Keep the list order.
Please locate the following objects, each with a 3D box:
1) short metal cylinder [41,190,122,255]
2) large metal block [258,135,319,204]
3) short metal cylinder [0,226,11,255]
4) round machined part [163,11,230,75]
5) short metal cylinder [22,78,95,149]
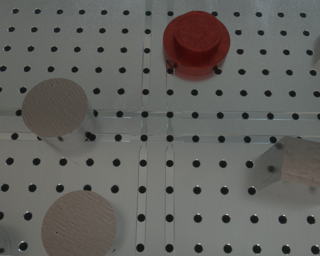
[{"bbox_3d":[-0.087,0.115,0.356,0.081,0.050,0.080,0,70,0],"label":"short metal cylinder"},{"bbox_3d":[0.170,0.052,0.364,0.080,0.080,0.050,12,71,4],"label":"large metal block"},{"bbox_3d":[-0.218,0.144,0.344,0.081,0.050,0.080,0,70,0],"label":"short metal cylinder"},{"bbox_3d":[0.053,-0.130,0.450,0.099,0.042,0.098,0,70,0],"label":"round machined part"},{"bbox_3d":[-0.129,-0.018,0.404,0.081,0.050,0.080,0,70,0],"label":"short metal cylinder"}]
